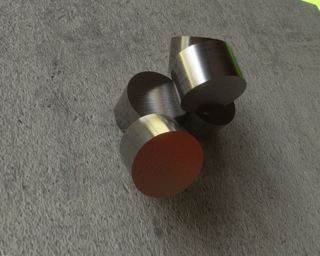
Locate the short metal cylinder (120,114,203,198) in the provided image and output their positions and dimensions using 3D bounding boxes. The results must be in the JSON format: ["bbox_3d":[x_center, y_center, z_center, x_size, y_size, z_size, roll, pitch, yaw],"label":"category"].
[{"bbox_3d":[0.001,0.030,0.345,0.081,0.079,0.050,7,20,-25],"label":"short metal cylinder"}]

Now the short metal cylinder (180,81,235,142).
[{"bbox_3d":[0.058,-0.027,0.438,0.081,0.050,0.080,14,56,-21],"label":"short metal cylinder"}]

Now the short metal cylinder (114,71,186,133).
[{"bbox_3d":[-0.013,-0.026,0.399,0.081,0.050,0.080,14,56,-21],"label":"short metal cylinder"}]

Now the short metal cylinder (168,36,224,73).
[{"bbox_3d":[0.054,-0.102,0.454,0.081,0.080,0.050,1,100,-28],"label":"short metal cylinder"}]

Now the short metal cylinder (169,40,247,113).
[{"bbox_3d":[0.057,-0.059,0.374,0.081,0.080,0.050,-2,63,-29],"label":"short metal cylinder"}]
